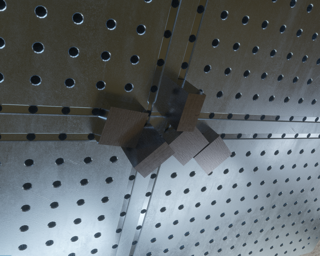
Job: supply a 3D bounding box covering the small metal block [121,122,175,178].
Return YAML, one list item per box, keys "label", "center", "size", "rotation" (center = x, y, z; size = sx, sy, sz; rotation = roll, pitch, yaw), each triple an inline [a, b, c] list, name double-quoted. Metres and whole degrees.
- label: "small metal block"
  center: [-0.017, 0.028, 0.402]
  size: [0.050, 0.050, 0.025]
  rotation: [-40, 129, -1]

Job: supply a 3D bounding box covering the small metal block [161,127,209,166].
- label: "small metal block"
  center: [0.034, 0.018, 0.440]
  size: [0.050, 0.025, 0.050]
  rotation: [-42, 129, 1]

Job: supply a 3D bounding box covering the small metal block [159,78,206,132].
- label: "small metal block"
  center: [0.027, -0.029, 0.391]
  size: [0.025, 0.050, 0.050]
  rotation: [2, 117, -30]

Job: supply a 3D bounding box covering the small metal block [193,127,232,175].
- label: "small metal block"
  center: [0.075, 0.036, 0.474]
  size: [0.050, 0.025, 0.050]
  rotation: [-41, 129, -1]

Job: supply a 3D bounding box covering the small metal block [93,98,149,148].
- label: "small metal block"
  center: [-0.049, -0.005, 0.381]
  size: [0.050, 0.025, 0.050]
  rotation: [9, 114, -32]
